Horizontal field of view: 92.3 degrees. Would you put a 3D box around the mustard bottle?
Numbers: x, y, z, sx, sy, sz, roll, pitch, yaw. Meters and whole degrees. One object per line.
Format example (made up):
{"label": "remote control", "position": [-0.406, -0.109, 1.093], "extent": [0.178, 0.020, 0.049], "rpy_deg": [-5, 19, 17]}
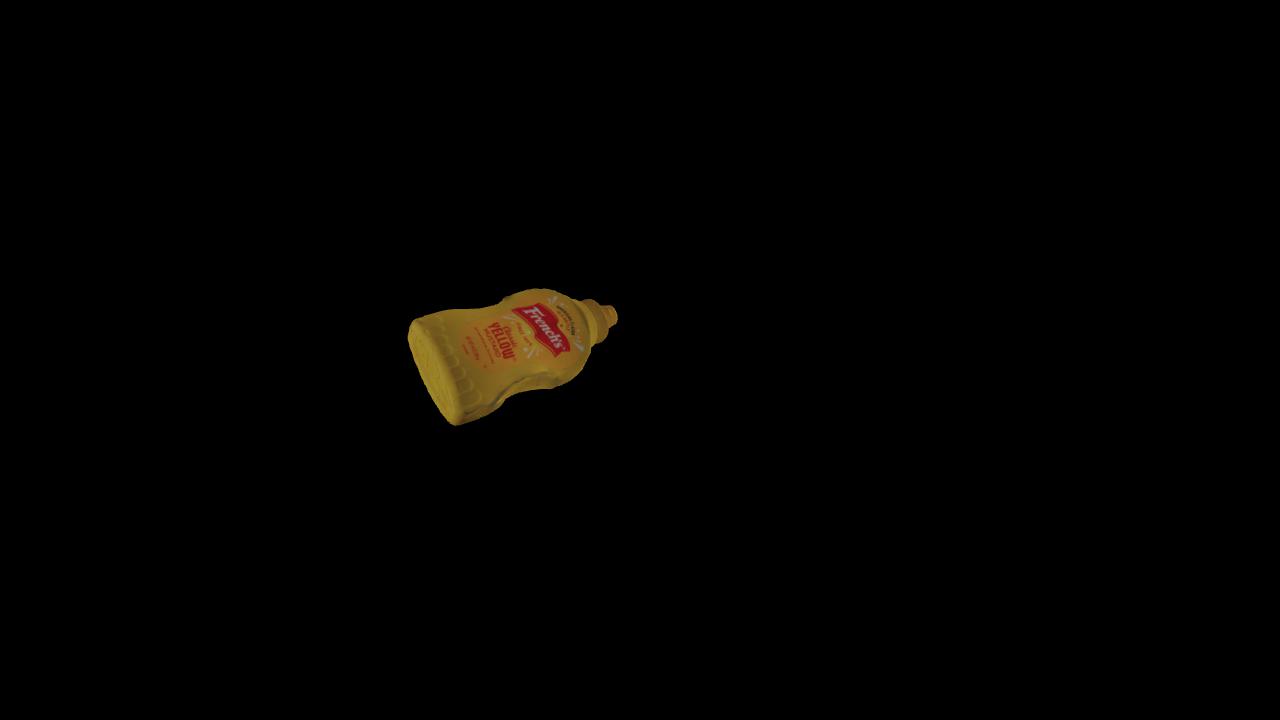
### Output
{"label": "mustard bottle", "position": [-0.093, -0.016, 0.526], "extent": [0.184, 0.092, 0.054], "rpy_deg": [-21, -20, -37]}
